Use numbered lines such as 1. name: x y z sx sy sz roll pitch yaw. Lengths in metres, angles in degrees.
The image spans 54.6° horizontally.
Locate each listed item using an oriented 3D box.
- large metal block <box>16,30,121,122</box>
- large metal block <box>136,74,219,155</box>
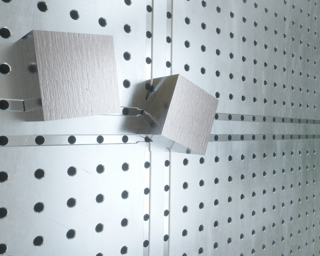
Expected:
1. large metal block: -0.091 -0.051 0.315 0.081 0.050 0.080 -9 96 -39
2. large metal block: 0.025 -0.015 0.413 0.080 0.050 0.080 26 74 -37
